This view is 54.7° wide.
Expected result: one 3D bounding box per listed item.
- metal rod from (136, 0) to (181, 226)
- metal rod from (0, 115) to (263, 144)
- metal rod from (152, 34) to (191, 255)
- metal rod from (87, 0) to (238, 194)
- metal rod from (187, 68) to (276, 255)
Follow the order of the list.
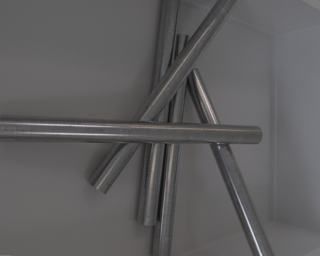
[{"bbox_3d":[-0.001,-0.027,0.405,0.025,0.025,0.298,11,83,-40],"label":"metal rod"},{"bbox_3d":[-0.009,0.005,0.347,0.303,0.025,0.025,2,89,-26],"label":"metal rod"},{"bbox_3d":[0.016,0.022,0.419,0.025,0.025,0.298,10,84,-40],"label":"metal rod"},{"bbox_3d":[0.011,-0.053,0.383,0.025,0.025,0.300,43,74,-32],"label":"metal rod"},{"bbox_3d":[0.091,0.056,0.403,0.025,0.025,0.299,-5,68,-40],"label":"metal rod"}]
